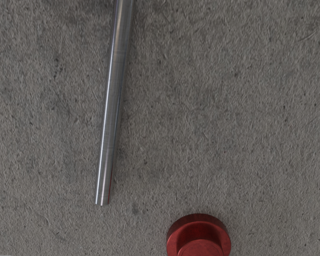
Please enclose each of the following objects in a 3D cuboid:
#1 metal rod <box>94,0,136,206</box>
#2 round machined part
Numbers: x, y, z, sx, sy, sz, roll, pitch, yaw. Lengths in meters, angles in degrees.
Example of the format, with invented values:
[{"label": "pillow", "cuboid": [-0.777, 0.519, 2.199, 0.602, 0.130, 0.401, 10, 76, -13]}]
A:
[{"label": "metal rod", "cuboid": [-0.060, -0.033, 0.396, 0.025, 0.025, 0.298, 8, 110, -3]}, {"label": "round machined part", "cuboid": [0.059, 0.183, 0.469, 0.099, 0.042, 0.097, 0, 110, 0]}]
